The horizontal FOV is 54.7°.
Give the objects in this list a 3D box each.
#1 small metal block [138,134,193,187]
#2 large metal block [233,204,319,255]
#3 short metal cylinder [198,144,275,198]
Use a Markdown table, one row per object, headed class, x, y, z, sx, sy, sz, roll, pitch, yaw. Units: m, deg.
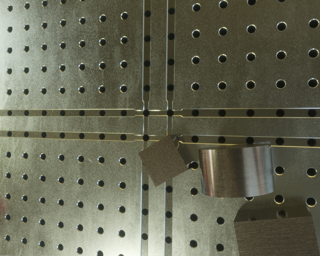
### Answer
| class | x | y | z | sx | sy | sz | roll | pitch | yaw |
| --- | --- | --- | --- | --- | --- | --- | --- | --- | --- |
| small metal block | 0.007 | 0.042 | 0.410 | 0.050 | 0.025 | 0.050 | -31 | 80 | 17 |
| large metal block | 0.134 | 0.136 | 0.352 | 0.080 | 0.050 | 0.080 | -11 | 86 | 19 |
| short metal cylinder | 0.086 | 0.046 | 0.353 | 0.080 | 0.080 | 0.050 | -5 | 88 | 20 |
